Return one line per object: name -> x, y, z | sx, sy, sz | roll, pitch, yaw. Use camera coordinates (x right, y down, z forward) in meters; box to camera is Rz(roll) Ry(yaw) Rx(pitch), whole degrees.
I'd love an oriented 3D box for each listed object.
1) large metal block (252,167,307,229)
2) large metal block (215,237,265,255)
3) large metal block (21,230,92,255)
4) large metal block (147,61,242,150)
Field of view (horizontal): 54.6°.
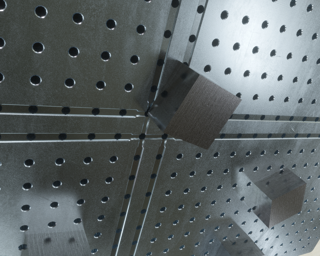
large metal block -> 0.230, 0.135, 0.603 | 0.081, 0.050, 0.080 | -21, 126, -16
large metal block -> 0.163, 0.286, 0.659 | 0.081, 0.050, 0.079 | 2, 118, -29
large metal block -> -0.138, 0.188, 0.416 | 0.081, 0.080, 0.050 | 7, 115, -31
large metal block -> 0.044, -0.027, 0.401 | 0.080, 0.050, 0.080 | 22, 106, -36
